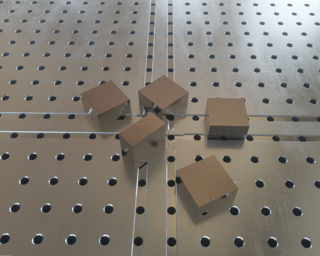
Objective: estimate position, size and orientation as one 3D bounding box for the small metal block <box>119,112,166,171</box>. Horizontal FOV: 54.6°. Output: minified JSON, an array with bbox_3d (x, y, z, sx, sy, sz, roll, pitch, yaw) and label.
[{"bbox_3d":[-0.020,0.016,0.378,0.050,0.050,0.025,-35,58,-26],"label":"small metal block"}]

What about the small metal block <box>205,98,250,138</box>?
[{"bbox_3d":[0.090,-0.014,0.420,0.050,0.025,0.050,1,50,1],"label":"small metal block"}]

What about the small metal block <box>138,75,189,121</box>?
[{"bbox_3d":[0.005,-0.043,0.444,0.050,0.025,0.050,-35,58,-26],"label":"small metal block"}]

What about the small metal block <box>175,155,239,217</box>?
[{"bbox_3d":[0.052,0.065,0.354,0.050,0.025,0.050,-20,53,-16],"label":"small metal block"}]

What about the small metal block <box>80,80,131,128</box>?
[{"bbox_3d":[-0.076,-0.035,0.437,0.050,0.025,0.050,-29,56,-22],"label":"small metal block"}]
